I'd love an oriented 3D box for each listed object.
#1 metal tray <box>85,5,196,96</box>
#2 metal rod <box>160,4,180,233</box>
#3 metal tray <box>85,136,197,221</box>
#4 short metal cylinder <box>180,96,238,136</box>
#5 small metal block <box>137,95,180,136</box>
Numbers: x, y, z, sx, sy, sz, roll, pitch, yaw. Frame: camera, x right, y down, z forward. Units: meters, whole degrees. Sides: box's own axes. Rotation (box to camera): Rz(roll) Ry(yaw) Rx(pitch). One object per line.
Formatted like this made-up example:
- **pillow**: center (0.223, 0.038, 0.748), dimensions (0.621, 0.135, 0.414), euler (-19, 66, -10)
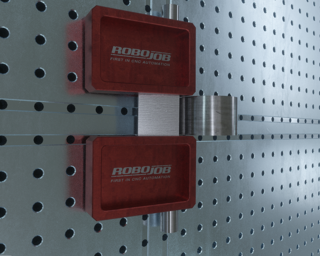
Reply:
- **metal tray**: center (-0.020, -0.085, 0.366), dimensions (0.131, 0.030, 0.089), euler (0, 90, -28)
- **metal rod**: center (0.013, -0.013, 0.415), dimensions (0.025, 0.025, 0.298), euler (0, 90, -40)
- **metal tray**: center (-0.019, 0.054, 0.367), dimensions (0.131, 0.030, 0.089), euler (0, 90, -28)
- **short metal cylinder**: center (0.065, -0.016, 0.424), dimensions (0.081, 0.080, 0.050), euler (0, 90, -40)
- **small metal block**: center (-0.003, -0.015, 0.388), dimensions (0.050, 0.025, 0.050), euler (1, 90, -9)
